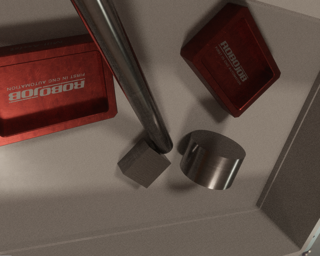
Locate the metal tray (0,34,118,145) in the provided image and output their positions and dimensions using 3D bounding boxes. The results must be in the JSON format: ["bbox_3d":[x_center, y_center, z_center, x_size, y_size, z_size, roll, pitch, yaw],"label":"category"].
[{"bbox_3d":[-0.115,-0.041,0.318,0.131,0.030,0.089,-16,125,-20],"label":"metal tray"}]

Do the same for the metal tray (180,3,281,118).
[{"bbox_3d":[0.097,-0.084,0.408,0.090,0.030,0.130,-45,130,3],"label":"metal tray"}]

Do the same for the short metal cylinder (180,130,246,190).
[{"bbox_3d":[0.074,0.044,0.443,0.081,0.080,0.050,4,116,-31],"label":"short metal cylinder"}]

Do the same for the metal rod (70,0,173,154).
[{"bbox_3d":[-0.022,-0.037,0.298,0.025,0.025,0.299,-35,154,-5],"label":"metal rod"}]

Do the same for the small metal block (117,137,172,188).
[{"bbox_3d":[-0.021,0.049,0.429,0.050,0.025,0.050,-46,130,4],"label":"small metal block"}]
